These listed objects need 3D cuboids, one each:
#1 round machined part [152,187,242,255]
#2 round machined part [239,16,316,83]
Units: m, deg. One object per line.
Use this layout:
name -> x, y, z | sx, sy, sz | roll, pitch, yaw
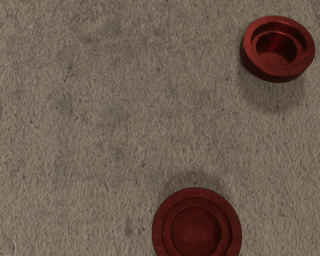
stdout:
round machined part -> 0.040, 0.120, 0.356 | 0.099, 0.042, 0.098 | 0, 70, -1
round machined part -> 0.162, -0.107, 0.440 | 0.099, 0.042, 0.098 | 0, 70, -1
